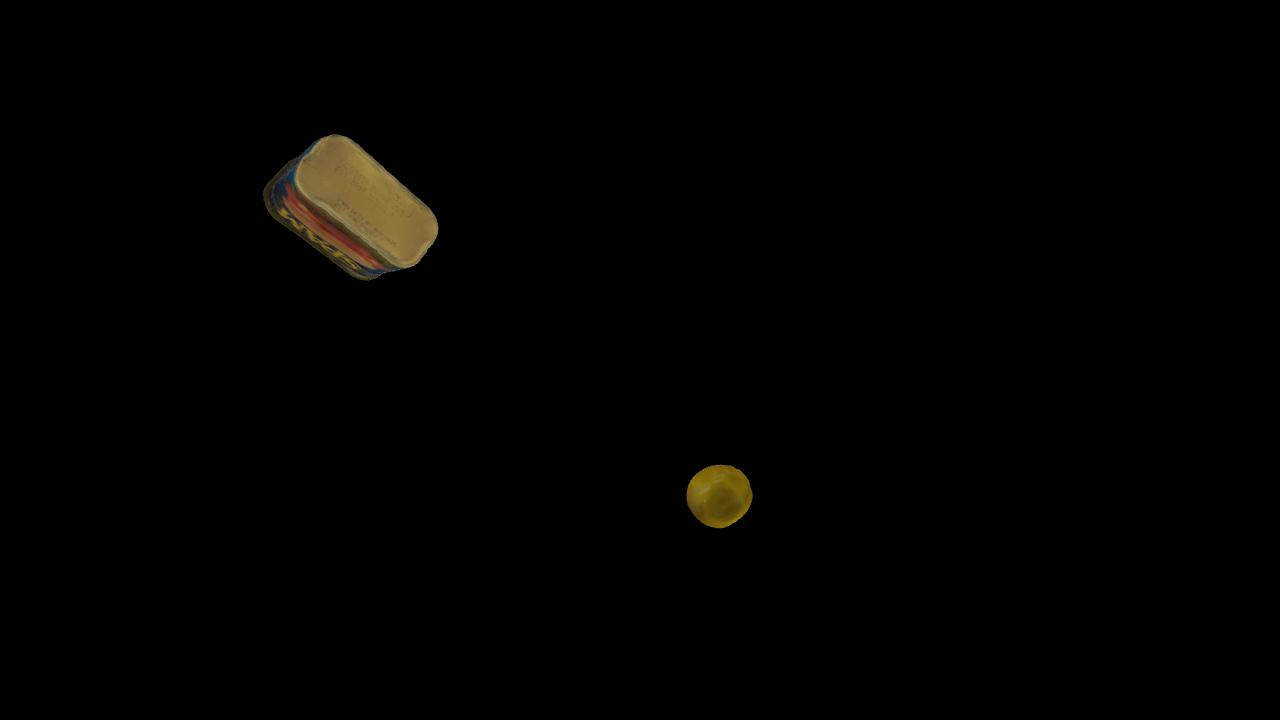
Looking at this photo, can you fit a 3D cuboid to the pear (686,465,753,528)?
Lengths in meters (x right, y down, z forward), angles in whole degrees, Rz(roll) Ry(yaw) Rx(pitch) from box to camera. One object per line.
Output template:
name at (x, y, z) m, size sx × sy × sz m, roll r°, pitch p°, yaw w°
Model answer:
pear at (0.096, 0.167, 0.778) m, size 0.080 × 0.080 × 0.111 m, roll 0°, pitch -3°, yaw -4°

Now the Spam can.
Spam can at (-0.210, -0.108, 0.452) m, size 0.085 × 0.058 × 0.101 m, roll 2°, pitch -32°, yaw 48°
